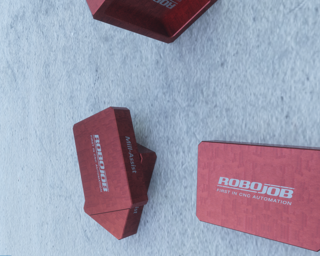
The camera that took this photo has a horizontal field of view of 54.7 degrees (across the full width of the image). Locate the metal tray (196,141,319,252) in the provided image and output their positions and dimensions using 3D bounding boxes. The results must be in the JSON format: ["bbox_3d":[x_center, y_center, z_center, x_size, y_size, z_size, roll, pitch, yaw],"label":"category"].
[{"bbox_3d":[0.101,0.061,0.317,0.130,0.030,0.089,3,92,39],"label":"metal tray"}]

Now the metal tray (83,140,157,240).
[{"bbox_3d":[-0.061,0.081,0.450,0.090,0.030,0.129,24,105,37],"label":"metal tray"}]

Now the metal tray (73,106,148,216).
[{"bbox_3d":[-0.070,0.046,0.417,0.090,0.030,0.129,-21,77,37],"label":"metal tray"}]

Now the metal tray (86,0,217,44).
[{"bbox_3d":[-0.004,-0.144,0.338,0.090,0.131,0.030,-37,68,34],"label":"metal tray"}]
